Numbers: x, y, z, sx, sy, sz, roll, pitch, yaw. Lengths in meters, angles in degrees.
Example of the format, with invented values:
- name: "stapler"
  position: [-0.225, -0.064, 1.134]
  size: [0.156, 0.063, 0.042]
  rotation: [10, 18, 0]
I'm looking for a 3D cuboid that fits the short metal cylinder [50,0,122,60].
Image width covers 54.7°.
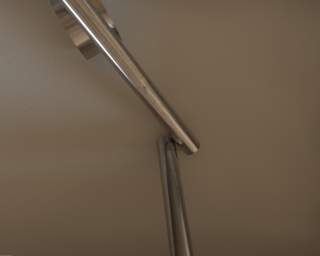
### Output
- name: "short metal cylinder"
  position: [-0.089, -0.132, 0.383]
  size: [0.050, 0.080, 0.080]
  rotation: [-30, 90, 0]

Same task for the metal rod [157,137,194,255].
- name: "metal rod"
  position: [0.024, 0.137, 0.323]
  size: [0.025, 0.025, 0.300]
  rotation: [-7, 52, 0]

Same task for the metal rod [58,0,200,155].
- name: "metal rod"
  position: [-0.044, -0.078, 0.352]
  size: [0.025, 0.025, 0.300]
  rotation: [-40, 114, 0]
